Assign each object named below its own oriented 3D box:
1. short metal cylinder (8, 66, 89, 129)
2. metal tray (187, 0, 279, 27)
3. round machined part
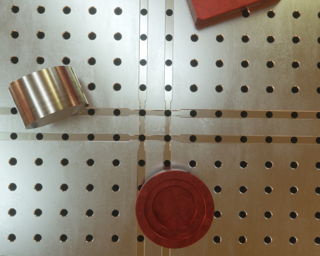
[{"bbox_3d":[-0.136,-0.037,0.384,0.080,0.080,0.050,-23,90,0],"label":"short metal cylinder"},{"bbox_3d":[0.097,-0.201,0.412,0.131,0.030,0.090,-19,90,-1],"label":"metal tray"},{"bbox_3d":[0.018,0.102,0.405,0.099,0.042,0.097,0,90,-1],"label":"round machined part"}]
